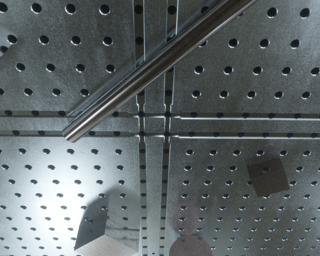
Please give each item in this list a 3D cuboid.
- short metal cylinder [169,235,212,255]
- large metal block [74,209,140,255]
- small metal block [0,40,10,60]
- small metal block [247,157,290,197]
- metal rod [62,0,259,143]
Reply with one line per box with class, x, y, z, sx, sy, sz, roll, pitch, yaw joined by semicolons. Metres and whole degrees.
short metal cylinder;0.060;0.255;0.594;0.080;0.080;0.050;-6;130;4
large metal block;-0.095;0.202;0.567;0.080;0.050;0.080;-34;123;25
small metal block;-0.204;-0.082;0.338;0.050;0.025;0.050;35;122;-26
small metal block;0.168;0.077;0.480;0.050;0.025;0.050;-19;128;15
metal rod;-0.009;-0.067;0.354;0.299;0.025;0.025;-34;123;25
